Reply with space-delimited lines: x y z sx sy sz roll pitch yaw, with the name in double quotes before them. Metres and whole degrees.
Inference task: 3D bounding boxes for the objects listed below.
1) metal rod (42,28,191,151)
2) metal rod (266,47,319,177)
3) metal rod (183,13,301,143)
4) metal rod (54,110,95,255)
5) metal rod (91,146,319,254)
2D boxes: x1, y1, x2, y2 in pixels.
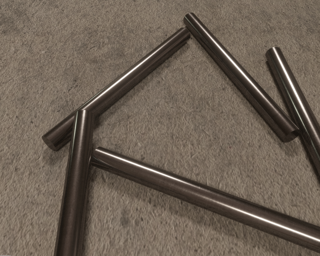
"metal rod" -0.047 -0.072 0.463 0.025 0.025 0.301 30 56 22
"metal rod" 0.195 -0.008 0.412 0.025 0.025 0.300 -2 50 -2
"metal rod" 0.112 -0.096 0.485 0.025 0.025 0.300 -17 52 -15
"metal rod" -0.088 0.105 0.302 0.025 0.025 0.300 -2 53 -2
"metal rod" 0.062 0.080 0.336 0.301 0.025 0.025 18 52 14
